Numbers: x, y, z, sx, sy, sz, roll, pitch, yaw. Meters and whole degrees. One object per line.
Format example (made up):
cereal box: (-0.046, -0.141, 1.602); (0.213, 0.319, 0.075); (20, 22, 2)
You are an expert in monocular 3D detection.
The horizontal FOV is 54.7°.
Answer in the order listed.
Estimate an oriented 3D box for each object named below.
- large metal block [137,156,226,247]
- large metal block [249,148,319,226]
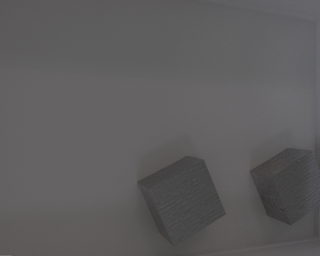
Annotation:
large metal block: (0.028, 0.092, 0.407); (0.081, 0.050, 0.080); (-26, 99, -18)
large metal block: (0.196, 0.085, 0.469); (0.081, 0.050, 0.080); (-27, 99, -18)
